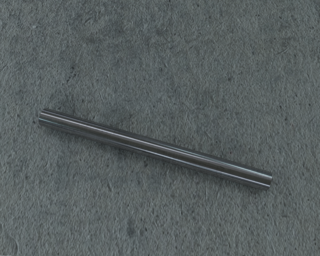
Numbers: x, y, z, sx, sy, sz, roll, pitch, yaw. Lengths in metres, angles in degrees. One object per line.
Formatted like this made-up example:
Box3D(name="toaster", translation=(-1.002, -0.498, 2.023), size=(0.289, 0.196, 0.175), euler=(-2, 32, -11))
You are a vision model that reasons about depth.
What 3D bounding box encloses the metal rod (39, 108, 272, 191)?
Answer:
Box3D(name="metal rod", translation=(-0.010, 0.026, 0.398), size=(0.301, 0.025, 0.025), euler=(16, 71, 5))
